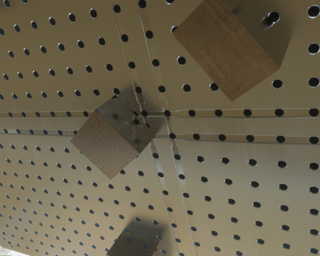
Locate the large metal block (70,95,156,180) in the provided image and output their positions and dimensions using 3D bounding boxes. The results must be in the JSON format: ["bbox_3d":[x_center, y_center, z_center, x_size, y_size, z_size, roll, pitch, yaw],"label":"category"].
[{"bbox_3d":[-0.067,0.015,0.440,0.080,0.050,0.080,45,129,-3],"label":"large metal block"}]

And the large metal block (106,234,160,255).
[{"bbox_3d":[-0.045,0.253,0.576,0.080,0.050,0.080,6,121,25],"label":"large metal block"}]

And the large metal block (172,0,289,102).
[{"bbox_3d":[0.069,-0.083,0.288,0.080,0.080,0.050,48,129,-6],"label":"large metal block"}]
